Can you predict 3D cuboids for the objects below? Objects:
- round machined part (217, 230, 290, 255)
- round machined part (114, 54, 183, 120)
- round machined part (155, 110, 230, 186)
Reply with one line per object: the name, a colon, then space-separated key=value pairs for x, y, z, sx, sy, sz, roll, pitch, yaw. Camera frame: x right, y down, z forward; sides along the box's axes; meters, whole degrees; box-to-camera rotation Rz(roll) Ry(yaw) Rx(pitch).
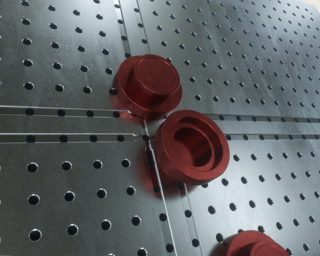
round machined part: x=0.118 y=0.169 z=0.360 sx=0.099 sy=0.042 sz=0.098 roll=14 pitch=56 yaw=-21
round machined part: x=-0.011 y=-0.064 z=0.432 sx=0.099 sy=0.042 sz=0.098 roll=14 pitch=56 yaw=-21
round machined part: x=0.038 y=0.028 z=0.402 sx=0.099 sy=0.042 sz=0.098 roll=14 pitch=56 yaw=-21
